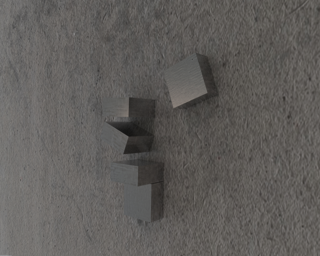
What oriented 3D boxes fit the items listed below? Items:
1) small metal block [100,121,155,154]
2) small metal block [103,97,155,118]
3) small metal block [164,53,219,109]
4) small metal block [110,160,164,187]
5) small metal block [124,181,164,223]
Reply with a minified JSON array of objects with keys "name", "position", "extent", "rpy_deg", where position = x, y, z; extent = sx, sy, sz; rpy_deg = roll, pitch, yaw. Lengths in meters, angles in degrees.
[{"name":"small metal block","position":[-0.045,0.012,0.426],"extent":[0.050,0.050,0.025],"rpy_deg":[29,108,36]},{"name":"small metal block","position":[-0.042,-0.027,0.424],"extent":[0.050,0.050,0.025],"rpy_deg":[3,92,40]},{"name":"small metal block","position":[0.037,-0.055,0.375],"extent":[0.050,0.025,0.050],"rpy_deg":[-23,76,37]},{"name":"small metal block","position":[-0.030,0.058,0.414],"extent":[0.050,0.050,0.025],"rpy_deg":[2,92,40]},{"name":"small metal block","position":[-0.023,0.096,0.424],"extent":[0.050,0.025,0.050],"rpy_deg":[2,91,40]}]
